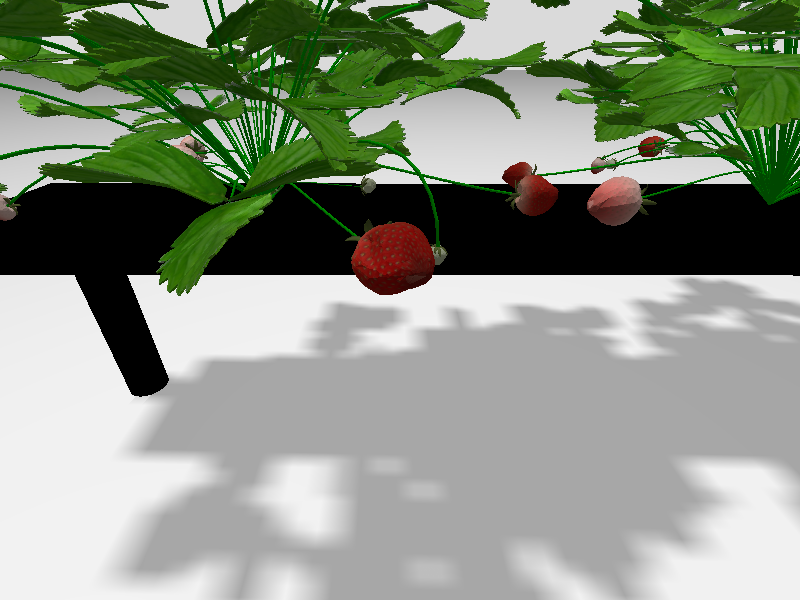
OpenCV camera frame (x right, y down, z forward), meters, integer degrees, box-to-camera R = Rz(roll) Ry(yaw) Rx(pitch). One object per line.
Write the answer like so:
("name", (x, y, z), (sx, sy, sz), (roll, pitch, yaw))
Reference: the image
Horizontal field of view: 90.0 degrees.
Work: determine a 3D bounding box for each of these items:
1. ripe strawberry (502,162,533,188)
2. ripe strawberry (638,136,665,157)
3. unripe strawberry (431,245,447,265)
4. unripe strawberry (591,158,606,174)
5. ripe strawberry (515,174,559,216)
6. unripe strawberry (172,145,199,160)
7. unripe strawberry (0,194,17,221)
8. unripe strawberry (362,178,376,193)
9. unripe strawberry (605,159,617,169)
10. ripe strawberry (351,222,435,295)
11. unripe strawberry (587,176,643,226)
("ripe strawberry", (0.115, -0.122, 0.393), (0.028, 0.027, 0.026), (6, 32, 11))
("ripe strawberry", (0.320, -0.196, 0.513), (0.029, 0.025, 0.029), (-2, 24, -3))
("unripe strawberry", (0.021, -0.026, 0.232), (0.011, 0.011, 0.011), (27, 41, 37))
("unripe strawberry", (0.221, -0.150, 0.448), (0.017, 0.017, 0.015), (-27, 58, -37))
("ripe strawberry", (0.114, -0.087, 0.331), (0.033, 0.033, 0.031), (3, 32, 4))
("unripe strawberry", (-0.249, -0.179, 0.479), (0.029, 0.032, 0.031), (-24, 38, -34))
("unripe strawberry", (-0.321, -0.073, 0.319), (0.022, 0.021, 0.020), (-14, 33, -4))
("unripe strawberry", (-0.029, -0.109, 0.382), (0.014, 0.015, 0.013), (-10, 33, -17))
("unripe strawberry", (0.243, -0.157, 0.462), (0.013, 0.011, 0.013), (-20, 26, -29))
("ripe strawberry", (-0.002, -0.020, 0.212), (0.044, 0.039, 0.040), (-21, 38, -31))
("unripe strawberry", (0.162, -0.076, 0.308), (0.039, 0.038, 0.036), (-9, 33, -13))
